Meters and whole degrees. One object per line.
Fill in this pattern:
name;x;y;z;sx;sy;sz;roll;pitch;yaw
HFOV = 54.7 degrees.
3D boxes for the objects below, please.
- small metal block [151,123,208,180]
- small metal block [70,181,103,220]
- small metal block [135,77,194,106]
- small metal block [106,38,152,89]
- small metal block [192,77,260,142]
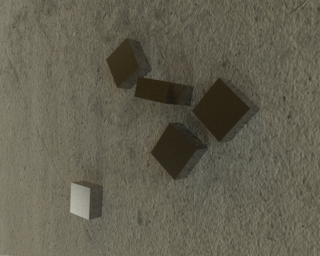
small metal block;0.023;0.028;0.386;0.050;0.025;0.050;46;118;30
small metal block;-0.120;0.116;0.504;0.050;0.025;0.050;5;93;40
small metal block;0.006;-0.045;0.384;0.050;0.050;0.025;17;101;39
small metal block;-0.045;-0.091;0.442;0.050;0.025;0.050;-36;68;34
small metal block;0.072;-0.020;0.345;0.050;0.025;0.050;52;120;27
